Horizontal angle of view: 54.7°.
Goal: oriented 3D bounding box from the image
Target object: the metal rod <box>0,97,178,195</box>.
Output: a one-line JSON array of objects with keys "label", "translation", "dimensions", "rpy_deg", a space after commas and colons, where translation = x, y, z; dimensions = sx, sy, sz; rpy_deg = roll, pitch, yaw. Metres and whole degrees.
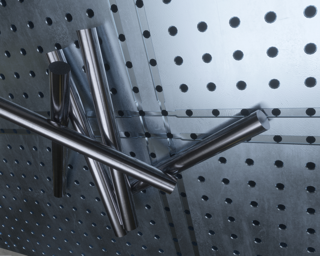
[{"label": "metal rod", "translation": [-0.118, 0.015, 0.412], "dimensions": [0.301, 0.025, 0.025], "rpy_deg": [25, 128, -2]}]

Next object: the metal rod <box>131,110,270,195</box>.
[{"label": "metal rod", "translation": [0.015, 0.055, 0.435], "dimensions": [0.299, 0.025, 0.025], "rpy_deg": [-33, 100, 38]}]

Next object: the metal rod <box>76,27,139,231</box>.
[{"label": "metal rod", "translation": [-0.068, 0.015, 0.434], "dimensions": [0.025, 0.025, 0.298], "rpy_deg": [1, 113, 27]}]

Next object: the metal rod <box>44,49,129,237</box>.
[{"label": "metal rod", "translation": [-0.103, 0.033, 0.463], "dimensions": [0.025, 0.025, 0.298], "rpy_deg": [-7, 109, 31]}]

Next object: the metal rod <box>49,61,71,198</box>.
[{"label": "metal rod", "translation": [-0.154, 0.024, 0.475], "dimensions": [0.025, 0.025, 0.298], "rpy_deg": [30, 137, 9]}]
